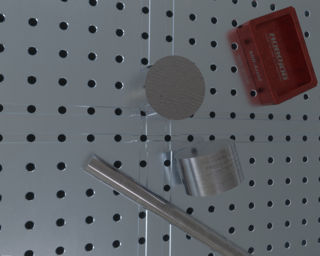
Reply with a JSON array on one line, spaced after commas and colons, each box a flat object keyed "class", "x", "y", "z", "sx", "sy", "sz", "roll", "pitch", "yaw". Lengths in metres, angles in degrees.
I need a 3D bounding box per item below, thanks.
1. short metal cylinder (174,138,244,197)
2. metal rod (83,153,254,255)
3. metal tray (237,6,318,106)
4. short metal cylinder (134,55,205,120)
[{"class": "short metal cylinder", "x": 0.064, "y": 0.050, "z": 0.408, "sx": 0.081, "sy": 0.080, "sz": 0.050, "roll": -19, "pitch": 97, "yaw": -19}, {"class": "metal rod", "x": 0.029, "y": 0.126, "z": 0.423, "sx": 0.301, "sy": 0.025, "sz": 0.025, "roll": 36, "pitch": 79, "yaw": -17}, {"class": "metal tray", "x": 0.182, "y": -0.110, "z": 0.477, "sx": 0.091, "sy": 0.030, "sz": 0.129, "roll": -24, "pitch": 98, "yaw": -19}, {"class": "short metal cylinder", "x": 0.011, "y": -0.050, "z": 0.404, "sx": 0.081, "sy": 0.050, "sz": 0.079, "roll": 0, "pitch": 90, "yaw": -20}]
